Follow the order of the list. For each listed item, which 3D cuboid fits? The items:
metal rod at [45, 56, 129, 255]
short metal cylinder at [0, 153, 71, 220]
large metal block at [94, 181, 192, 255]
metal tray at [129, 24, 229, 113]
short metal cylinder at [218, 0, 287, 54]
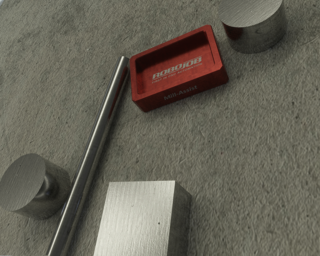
[{"bbox_3d":[-0.091,0.024,0.436,0.025,0.025,0.300,1,62,28],"label":"metal rod"},{"bbox_3d":[-0.173,0.082,0.429,0.080,0.050,0.080,-13,56,21],"label":"short metal cylinder"},{"bbox_3d":[-0.015,0.104,0.332,0.080,0.050,0.080,-6,59,25],"label":"large metal block"},{"bbox_3d":[0.022,-0.084,0.440,0.130,0.030,0.090,-19,54,17],"label":"metal tray"},{"bbox_3d":[0.124,-0.147,0.413,0.080,0.050,0.080,-13,56,21],"label":"short metal cylinder"}]
